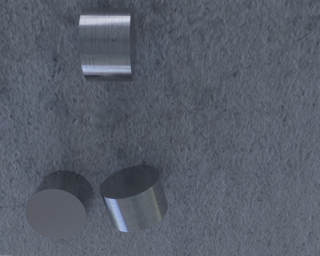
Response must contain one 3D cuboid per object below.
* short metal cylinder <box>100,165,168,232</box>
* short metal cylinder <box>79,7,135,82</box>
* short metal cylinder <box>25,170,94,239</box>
[{"bbox_3d":[-0.034,0.092,0.414,0.080,0.080,0.050,-13,110,4],"label":"short metal cylinder"},{"bbox_3d":[-0.055,-0.092,0.346,0.050,0.080,0.079,0,110,-1],"label":"short metal cylinder"},{"bbox_3d":[-0.138,0.107,0.434,0.081,0.050,0.079,0,110,-1],"label":"short metal cylinder"}]
